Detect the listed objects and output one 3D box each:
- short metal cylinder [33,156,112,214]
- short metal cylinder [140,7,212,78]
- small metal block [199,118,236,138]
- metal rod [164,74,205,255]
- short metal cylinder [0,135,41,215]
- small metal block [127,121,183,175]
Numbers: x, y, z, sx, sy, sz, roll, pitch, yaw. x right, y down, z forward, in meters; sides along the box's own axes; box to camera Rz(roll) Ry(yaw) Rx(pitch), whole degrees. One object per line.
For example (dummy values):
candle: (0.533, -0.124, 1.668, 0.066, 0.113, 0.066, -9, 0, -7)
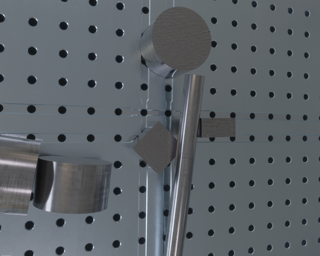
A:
short metal cylinder: (-0.097, 0.061, 0.348, 0.081, 0.080, 0.050, 7, 88, -20)
short metal cylinder: (0.020, -0.110, 0.406, 0.081, 0.050, 0.079, 0, 89, -20)
small metal block: (0.068, -0.001, 0.425, 0.050, 0.050, 0.025, -1, 91, -20)
metal rod: (0.027, 0.081, 0.403, 0.025, 0.025, 0.298, 4, 96, -20)
short metal cylinder: (-0.159, 0.049, 0.325, 0.050, 0.080, 0.080, 11, 87, -20)
small metal block: (-0.006, 0.026, 0.411, 0.050, 0.025, 0.050, -47, 105, -14)
